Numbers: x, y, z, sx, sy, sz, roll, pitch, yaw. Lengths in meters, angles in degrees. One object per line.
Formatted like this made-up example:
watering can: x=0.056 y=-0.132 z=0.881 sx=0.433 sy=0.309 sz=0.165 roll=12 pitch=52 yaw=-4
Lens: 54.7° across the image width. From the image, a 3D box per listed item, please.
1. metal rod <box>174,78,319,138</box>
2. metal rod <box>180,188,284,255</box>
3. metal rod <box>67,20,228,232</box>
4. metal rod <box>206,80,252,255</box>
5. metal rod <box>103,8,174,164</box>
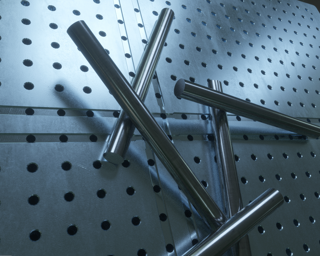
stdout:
metal rod: x=0.153 y=-0.023 z=0.483 sx=0.302 sy=0.025 sz=0.025 roll=13 pitch=56 yaw=-30
metal rod: x=0.029 y=0.142 z=0.318 sx=0.302 sy=0.025 sz=0.025 roll=-25 pitch=75 yaw=-31
metal rod: x=-0.013 y=0.000 z=0.373 sx=0.025 sy=0.025 sz=0.299 roll=-37 pitch=92 yaw=-39
metal rod: x=0.092 y=0.060 z=0.423 sx=0.025 sy=0.025 sz=0.299 roll=11 pitch=57 yaw=-23
metal rod: x=-0.020 y=-0.081 z=0.448 sx=0.025 sy=0.025 sz=0.300 roll=26 pitch=52 yaw=-13
